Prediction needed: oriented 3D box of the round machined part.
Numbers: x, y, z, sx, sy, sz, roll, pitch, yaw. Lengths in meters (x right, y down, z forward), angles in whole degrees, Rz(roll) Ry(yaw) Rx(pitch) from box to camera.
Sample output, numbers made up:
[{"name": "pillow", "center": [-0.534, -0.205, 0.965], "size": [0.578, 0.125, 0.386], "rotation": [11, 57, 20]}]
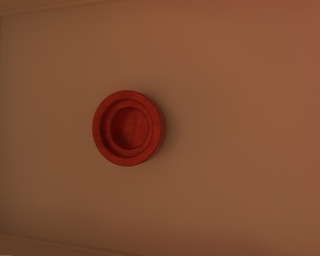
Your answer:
[{"name": "round machined part", "center": [-0.037, 0.000, 0.415], "size": [0.098, 0.042, 0.097], "rotation": [0, 90, 20]}]
